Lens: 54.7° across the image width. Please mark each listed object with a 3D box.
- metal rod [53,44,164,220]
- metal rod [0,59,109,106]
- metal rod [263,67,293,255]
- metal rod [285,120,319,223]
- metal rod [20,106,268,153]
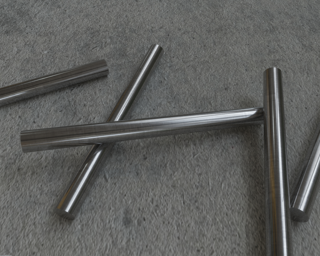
[{"bbox_3d":[-0.053,-0.018,0.417,0.025,0.025,0.301,14,51,12],"label":"metal rod"},{"bbox_3d":[-0.220,-0.046,0.439,0.302,0.025,0.025,-20,53,-16],"label":"metal rod"},{"bbox_3d":[0.130,0.046,0.346,0.025,0.025,0.300,8,56,6],"label":"metal rod"},{"bbox_3d":[0.224,-0.006,0.408,0.025,0.025,0.301,26,54,20],"label":"metal rod"},{"bbox_3d":[-0.006,-0.001,0.380,0.302,0.025,0.025,-6,50,-15],"label":"metal rod"}]
